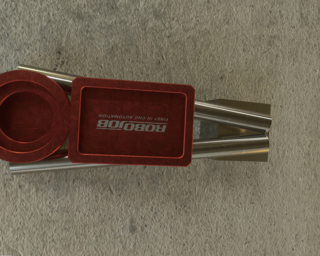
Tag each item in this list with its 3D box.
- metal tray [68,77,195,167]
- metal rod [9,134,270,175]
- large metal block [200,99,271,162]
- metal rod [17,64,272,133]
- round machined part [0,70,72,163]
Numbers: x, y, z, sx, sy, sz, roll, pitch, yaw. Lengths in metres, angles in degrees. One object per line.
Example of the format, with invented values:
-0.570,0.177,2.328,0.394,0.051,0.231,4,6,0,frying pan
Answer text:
-0.030,-0.005,0.342,0.131,0.030,0.089,3,89,-8,metal tray
-0.017,0.030,0.371,0.302,0.025,0.025,-4,92,-8,metal rod
0.104,0.004,0.435,0.081,0.050,0.080,4,89,-20,large metal block
-0.012,-0.033,0.372,0.302,0.025,0.025,11,86,-7,metal rod
-0.146,-0.012,0.342,0.099,0.042,0.097,0,90,-10,round machined part
